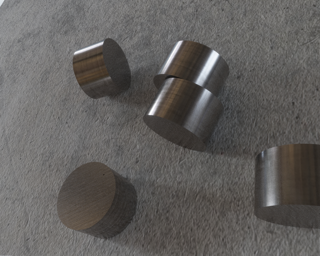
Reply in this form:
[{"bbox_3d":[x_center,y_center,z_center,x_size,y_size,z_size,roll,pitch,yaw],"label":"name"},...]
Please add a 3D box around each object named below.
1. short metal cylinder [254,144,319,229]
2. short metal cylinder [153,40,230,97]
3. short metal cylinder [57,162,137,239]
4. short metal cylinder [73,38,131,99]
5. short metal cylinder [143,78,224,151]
[{"bbox_3d":[0.125,0.053,0.270,0.080,0.080,0.050,-4,60,26],"label":"short metal cylinder"},{"bbox_3d":[0.039,-0.063,0.387,0.080,0.080,0.050,18,71,35],"label":"short metal cylinder"},{"bbox_3d":[-0.075,0.087,0.374,0.080,0.050,0.080,-13,56,21],"label":"short metal cylinder"},{"bbox_3d":[-0.085,-0.089,0.468,0.050,0.080,0.080,-14,56,20],"label":"short metal cylinder"},{"bbox_3d":[0.027,-0.014,0.363,0.080,0.080,0.050,17,71,35],"label":"short metal cylinder"}]
